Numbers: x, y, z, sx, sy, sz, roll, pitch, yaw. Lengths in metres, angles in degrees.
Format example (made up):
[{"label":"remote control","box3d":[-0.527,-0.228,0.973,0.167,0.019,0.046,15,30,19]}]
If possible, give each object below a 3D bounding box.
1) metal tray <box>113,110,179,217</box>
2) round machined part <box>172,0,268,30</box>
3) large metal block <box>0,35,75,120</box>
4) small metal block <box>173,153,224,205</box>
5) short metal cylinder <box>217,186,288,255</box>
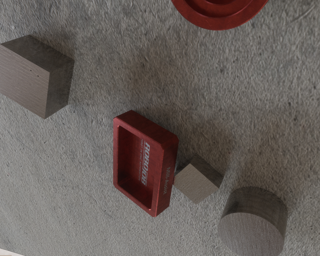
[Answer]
[{"label":"metal tray","box3d":[-0.024,0.050,0.430,0.090,0.030,0.129,30,131,31]},{"label":"round machined part","box3d":[0.057,-0.142,0.278,0.098,0.042,0.097,13,124,21]},{"label":"large metal block","box3d":[-0.175,-0.072,0.438,0.080,0.050,0.079,30,128,9]},{"label":"small metal block","box3d":[0.050,0.070,0.424,0.050,0.025,0.050,41,129,-1]},{"label":"short metal cylinder","box3d":[0.121,0.124,0.403,0.080,0.050,0.079,13,124,21]}]
